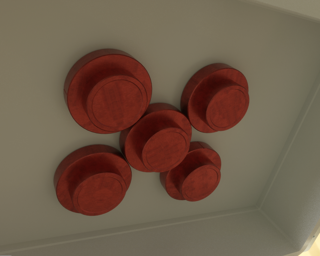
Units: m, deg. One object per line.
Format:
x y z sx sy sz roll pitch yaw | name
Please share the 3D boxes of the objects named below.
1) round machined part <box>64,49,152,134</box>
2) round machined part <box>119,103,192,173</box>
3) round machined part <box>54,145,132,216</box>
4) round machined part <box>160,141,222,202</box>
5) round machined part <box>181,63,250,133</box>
-0.053 -0.035 0.346 0.099 0.042 0.097 -14 125 -21 | round machined part
0.000 0.020 0.409 0.099 0.042 0.097 -14 125 -21 | round machined part
-0.082 0.073 0.398 0.099 0.042 0.097 -14 125 -21 | round machined part
0.053 0.073 0.472 0.099 0.042 0.097 -14 125 -21 | round machined part
0.081 -0.035 0.421 0.099 0.042 0.097 -14 125 -21 | round machined part
